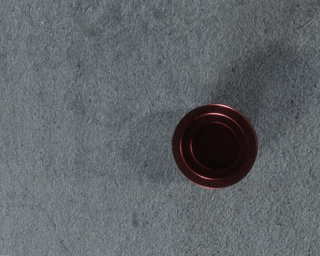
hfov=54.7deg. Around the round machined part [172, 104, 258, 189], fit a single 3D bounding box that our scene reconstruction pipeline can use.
[{"bbox_3d":[0.068,0.021,0.376,0.098,0.042,0.097,0,90,20],"label":"round machined part"}]
